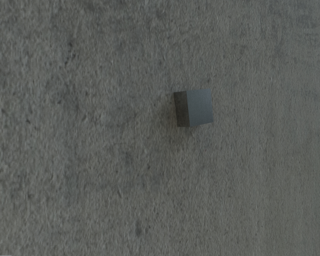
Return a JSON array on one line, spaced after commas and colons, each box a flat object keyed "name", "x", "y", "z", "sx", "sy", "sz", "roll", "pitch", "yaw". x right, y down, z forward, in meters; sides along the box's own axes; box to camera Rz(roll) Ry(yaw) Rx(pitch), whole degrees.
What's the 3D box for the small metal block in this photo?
[{"name": "small metal block", "x": 0.050, "y": -0.030, "z": 0.449, "sx": 0.050, "sy": 0.025, "sz": 0.050, "roll": -11, "pitch": 97, "yaw": -40}]
